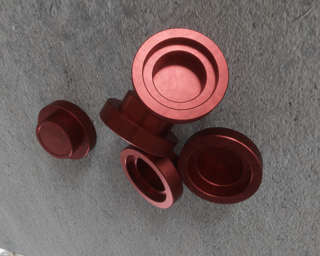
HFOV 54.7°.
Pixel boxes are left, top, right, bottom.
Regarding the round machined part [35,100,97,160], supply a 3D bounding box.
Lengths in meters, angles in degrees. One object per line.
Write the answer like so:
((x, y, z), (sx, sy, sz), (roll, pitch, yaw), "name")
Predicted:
((-0.152, 0.009, 0.482), (0.098, 0.042, 0.097), (13, 124, 21), "round machined part")

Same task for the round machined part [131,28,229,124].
((0.019, -0.052, 0.331), (0.098, 0.098, 0.042), (37, 170, 3), "round machined part")

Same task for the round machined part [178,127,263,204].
((0.074, 0.041, 0.378), (0.098, 0.042, 0.097), (9, 121, 16), "round machined part")

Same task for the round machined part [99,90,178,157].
((-0.019, -0.011, 0.371), (0.098, 0.098, 0.042), (33, 101, 6), "round machined part")

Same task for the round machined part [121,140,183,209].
((-0.005, 0.057, 0.421), (0.098, 0.042, 0.097), (32, 142, 30), "round machined part")
